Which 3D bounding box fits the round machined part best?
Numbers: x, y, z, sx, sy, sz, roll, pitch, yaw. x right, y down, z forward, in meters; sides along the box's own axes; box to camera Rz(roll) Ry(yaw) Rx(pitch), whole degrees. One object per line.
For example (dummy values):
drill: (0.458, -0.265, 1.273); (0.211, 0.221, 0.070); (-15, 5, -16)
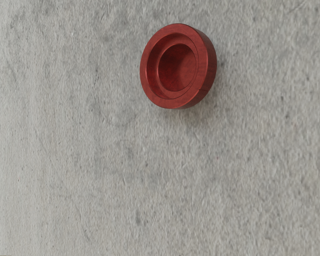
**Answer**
round machined part: (0.026, -0.071, 0.371); (0.098, 0.042, 0.097); (0, 90, 39)
